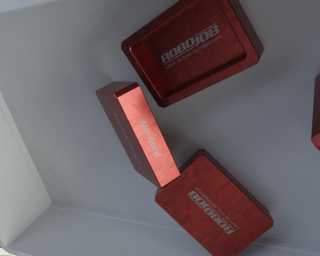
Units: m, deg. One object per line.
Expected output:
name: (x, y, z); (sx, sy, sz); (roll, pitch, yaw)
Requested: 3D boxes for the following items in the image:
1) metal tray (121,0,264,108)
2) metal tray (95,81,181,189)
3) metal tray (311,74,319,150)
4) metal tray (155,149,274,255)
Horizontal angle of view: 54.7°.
metal tray: (0.031, -0.086, 0.334); (0.130, 0.030, 0.090); (-24, 106, 36)
metal tray: (-0.030, 0.006, 0.393); (0.090, 0.030, 0.129); (18, 136, 63)
metal tray: (0.170, 0.000, 0.251); (0.090, 0.131, 0.030); (40, 129, 0)
metal tray: (0.070, 0.103, 0.408); (0.130, 0.030, 0.090); (44, 102, -3)
